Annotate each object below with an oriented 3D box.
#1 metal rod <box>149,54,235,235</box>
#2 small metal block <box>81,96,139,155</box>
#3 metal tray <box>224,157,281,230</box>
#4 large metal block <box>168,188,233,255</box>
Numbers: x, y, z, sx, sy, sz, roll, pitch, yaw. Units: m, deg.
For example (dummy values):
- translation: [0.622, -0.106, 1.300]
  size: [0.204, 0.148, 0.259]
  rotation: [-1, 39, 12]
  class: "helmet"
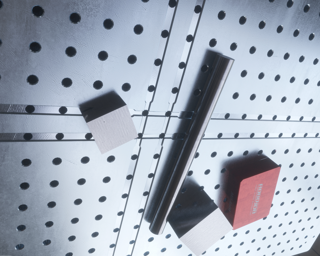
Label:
- translation: [0.040, 0.038, 0.458]
  size: [0.025, 0.025, 0.298]
  rotation: [5, 116, -31]
  class: "metal rod"
- translation: [-0.060, -0.003, 0.378]
  size: [0.050, 0.025, 0.050]
  rotation: [-26, 128, -13]
  class: "small metal block"
- translation: [0.171, 0.125, 0.582]
  size: [0.091, 0.030, 0.129]
  rotation: [-14, 125, -21]
  class: "metal tray"
- translation: [0.069, 0.164, 0.537]
  size: [0.080, 0.050, 0.080]
  rotation: [-38, 130, -3]
  class: "large metal block"
